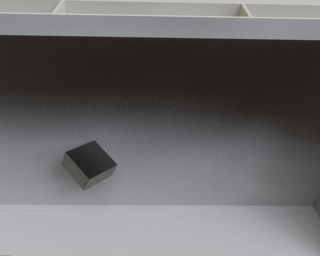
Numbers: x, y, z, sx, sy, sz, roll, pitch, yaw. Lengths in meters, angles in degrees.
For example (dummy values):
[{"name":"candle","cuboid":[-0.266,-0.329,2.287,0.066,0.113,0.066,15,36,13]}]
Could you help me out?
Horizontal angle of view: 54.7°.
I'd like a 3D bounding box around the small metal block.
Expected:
[{"name":"small metal block","cuboid":[-0.096,0.049,0.420,0.050,0.050,0.025,44,128,17]}]
